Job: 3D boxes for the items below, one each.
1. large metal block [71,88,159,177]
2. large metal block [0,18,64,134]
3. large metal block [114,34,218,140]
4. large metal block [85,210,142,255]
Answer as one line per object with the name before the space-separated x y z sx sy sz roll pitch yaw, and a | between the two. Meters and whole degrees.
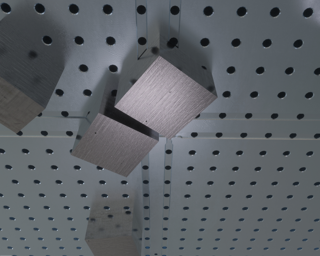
large metal block | -0.057 0.009 0.402 0.080 0.050 0.080 26 125 -21
large metal block | -0.159 -0.055 0.327 0.050 0.080 0.080 -34 123 25
large metal block | 0.006 -0.044 0.357 0.080 0.050 0.080 31 123 -24
large metal block | -0.081 0.197 0.562 0.080 0.050 0.080 -7 130 6
